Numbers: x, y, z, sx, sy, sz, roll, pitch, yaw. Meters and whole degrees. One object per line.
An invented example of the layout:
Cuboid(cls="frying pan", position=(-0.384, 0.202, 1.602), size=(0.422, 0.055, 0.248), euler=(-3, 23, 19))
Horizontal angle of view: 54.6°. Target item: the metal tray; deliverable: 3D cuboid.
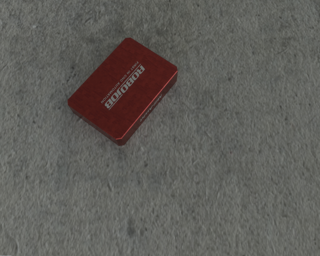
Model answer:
Cuboid(cls="metal tray", position=(-0.048, -0.052, 0.424), size=(0.090, 0.030, 0.130), euler=(35, 74, 12))
